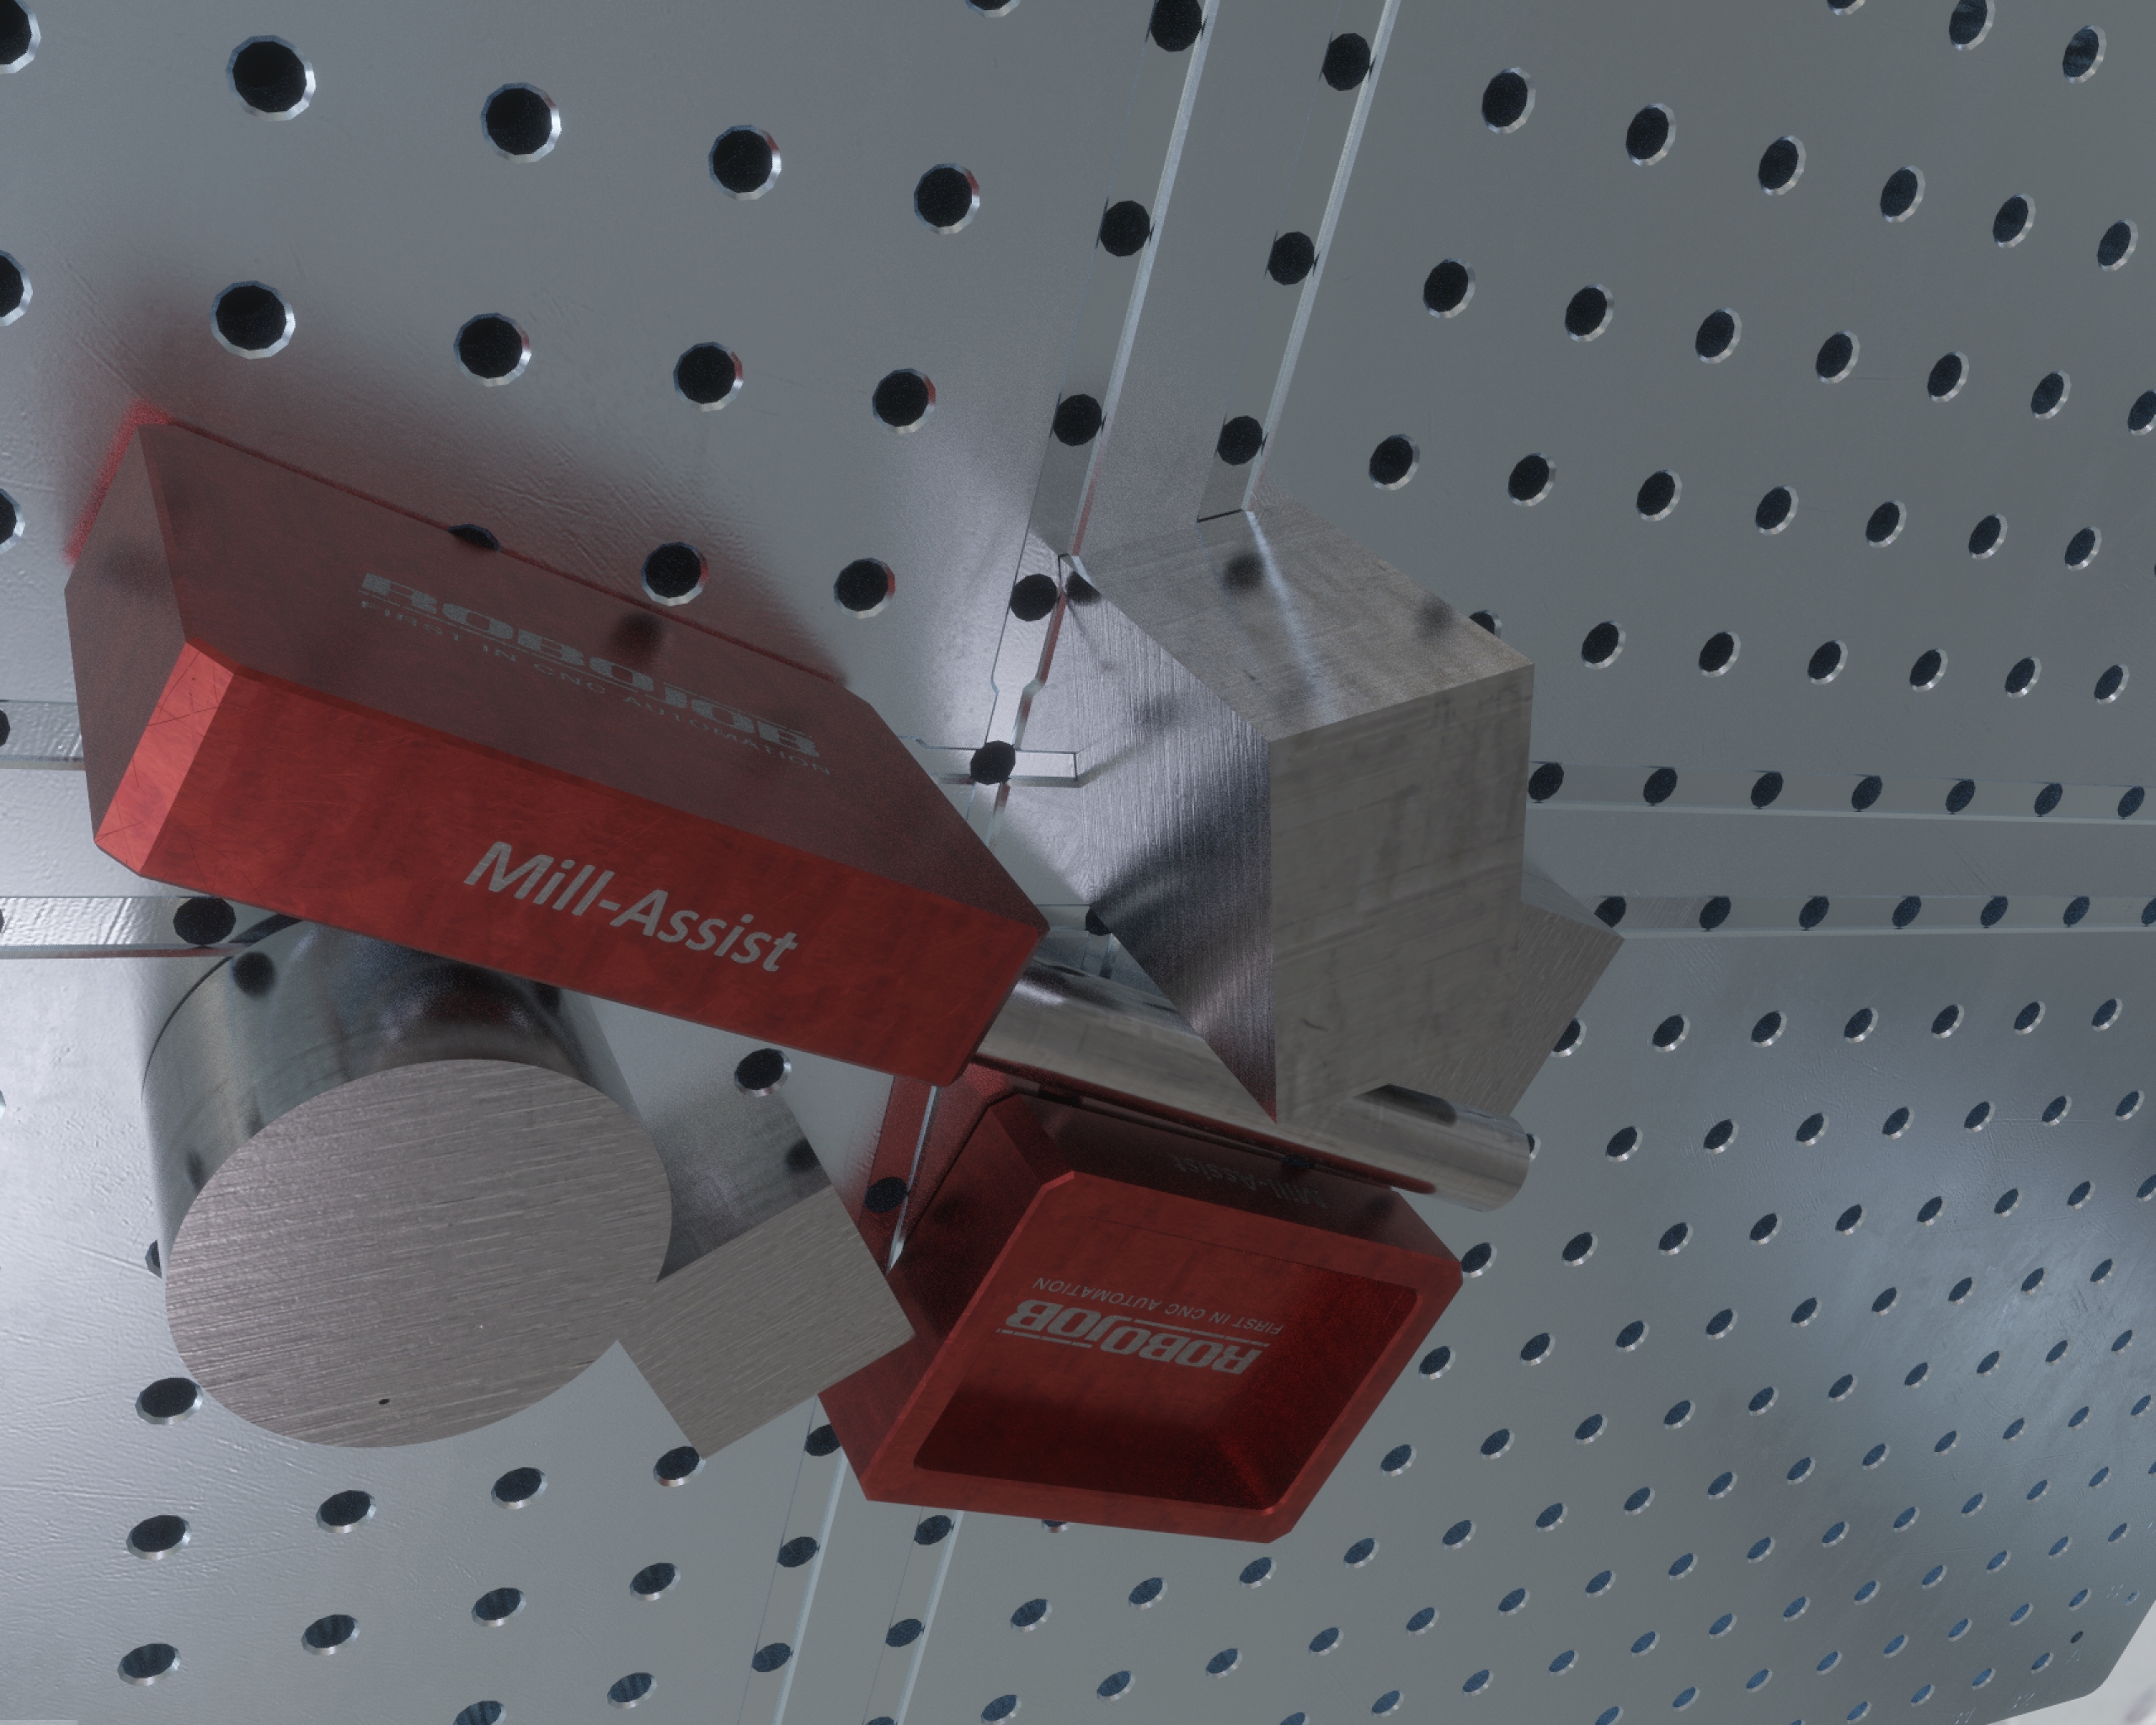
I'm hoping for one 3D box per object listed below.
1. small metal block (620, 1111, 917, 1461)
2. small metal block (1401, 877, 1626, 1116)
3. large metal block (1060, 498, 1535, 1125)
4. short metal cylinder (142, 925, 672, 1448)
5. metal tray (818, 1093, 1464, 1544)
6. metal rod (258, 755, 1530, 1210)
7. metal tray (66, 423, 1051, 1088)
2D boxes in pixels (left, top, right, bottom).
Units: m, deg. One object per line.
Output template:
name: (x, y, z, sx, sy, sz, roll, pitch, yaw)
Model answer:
small metal block: (-0.068, 0.087, 0.429, 0.050, 0.025, 0.050, -29, 128, -10)
small metal block: (0.088, 0.026, 0.475, 0.050, 0.025, 0.050, 18, 109, -35)
large metal block: (0.039, -0.012, 0.391, 0.050, 0.080, 0.079, -17, 126, -19)
short metal cylinder: (-0.117, 0.054, 0.363, 0.081, 0.050, 0.079, -14, 124, -21)
metal tray: (0.017, 0.110, 0.484, 0.131, 0.030, 0.090, 20, 108, -36)
metal rod: (-0.013, 0.030, 0.422, 0.302, 0.025, 0.025, 21, 107, -36)
metal tray: (-0.078, -0.015, 0.316, 0.131, 0.090, 0.030, 20, 108, -36)
